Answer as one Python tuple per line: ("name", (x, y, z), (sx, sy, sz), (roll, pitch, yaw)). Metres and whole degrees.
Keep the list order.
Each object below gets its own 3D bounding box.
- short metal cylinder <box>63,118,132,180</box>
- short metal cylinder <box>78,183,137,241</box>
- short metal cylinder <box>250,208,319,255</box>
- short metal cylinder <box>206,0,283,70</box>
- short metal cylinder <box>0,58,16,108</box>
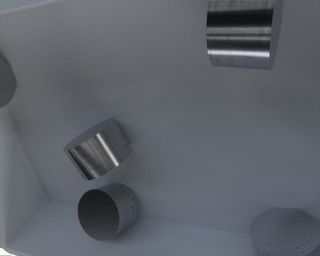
("short metal cylinder", (-0.086, 0.029, 0.435), (0.080, 0.080, 0.050), (-19, 108, 35))
("short metal cylinder", (-0.084, 0.132, 0.497), (0.080, 0.050, 0.079), (2, 93, 27))
("short metal cylinder", (0.156, 0.145, 0.380), (0.080, 0.080, 0.050), (-4, 117, 29))
("short metal cylinder", (0.077, -0.093, 0.274), (0.050, 0.080, 0.079), (9, 122, 23))
("short metal cylinder", (-0.270, -0.069, 0.470), (0.050, 0.080, 0.079), (3, 120, 26))
